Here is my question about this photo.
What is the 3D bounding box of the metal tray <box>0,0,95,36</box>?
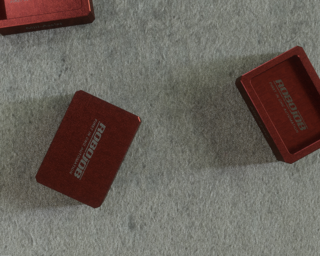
[{"bbox_3d":[-0.158,-0.178,0.405,0.131,0.030,0.089,-8,90,-1],"label":"metal tray"}]

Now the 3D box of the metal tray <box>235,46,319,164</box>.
[{"bbox_3d":[0.171,-0.030,0.409,0.090,0.030,0.130,-29,90,-1],"label":"metal tray"}]

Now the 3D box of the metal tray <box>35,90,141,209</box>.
[{"bbox_3d":[-0.091,0.027,0.406,0.090,0.030,0.129,25,90,-1],"label":"metal tray"}]
